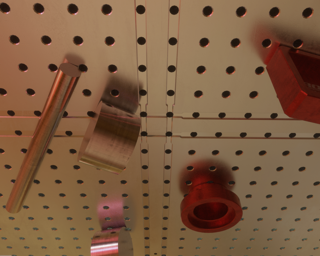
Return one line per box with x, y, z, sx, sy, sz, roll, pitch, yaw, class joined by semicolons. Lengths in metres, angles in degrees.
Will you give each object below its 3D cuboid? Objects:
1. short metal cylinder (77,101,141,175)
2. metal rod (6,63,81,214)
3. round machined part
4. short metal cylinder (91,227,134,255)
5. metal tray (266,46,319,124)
-0.064;0.012;0.385;0.050;0.080;0.080;22;127;-18;short metal cylinder
-0.174;0.033;0.438;0.025;0.025;0.298;23;127;-18;metal rod
0.083;0.128;0.510;0.099;0.042;0.097;0;130;0;round machined part
-0.086;0.226;0.567;0.050;0.080;0.080;-12;129;10;short metal cylinder
0.190;-0.039;0.335;0.131;0.090;0.030;12;133;-10;metal tray
